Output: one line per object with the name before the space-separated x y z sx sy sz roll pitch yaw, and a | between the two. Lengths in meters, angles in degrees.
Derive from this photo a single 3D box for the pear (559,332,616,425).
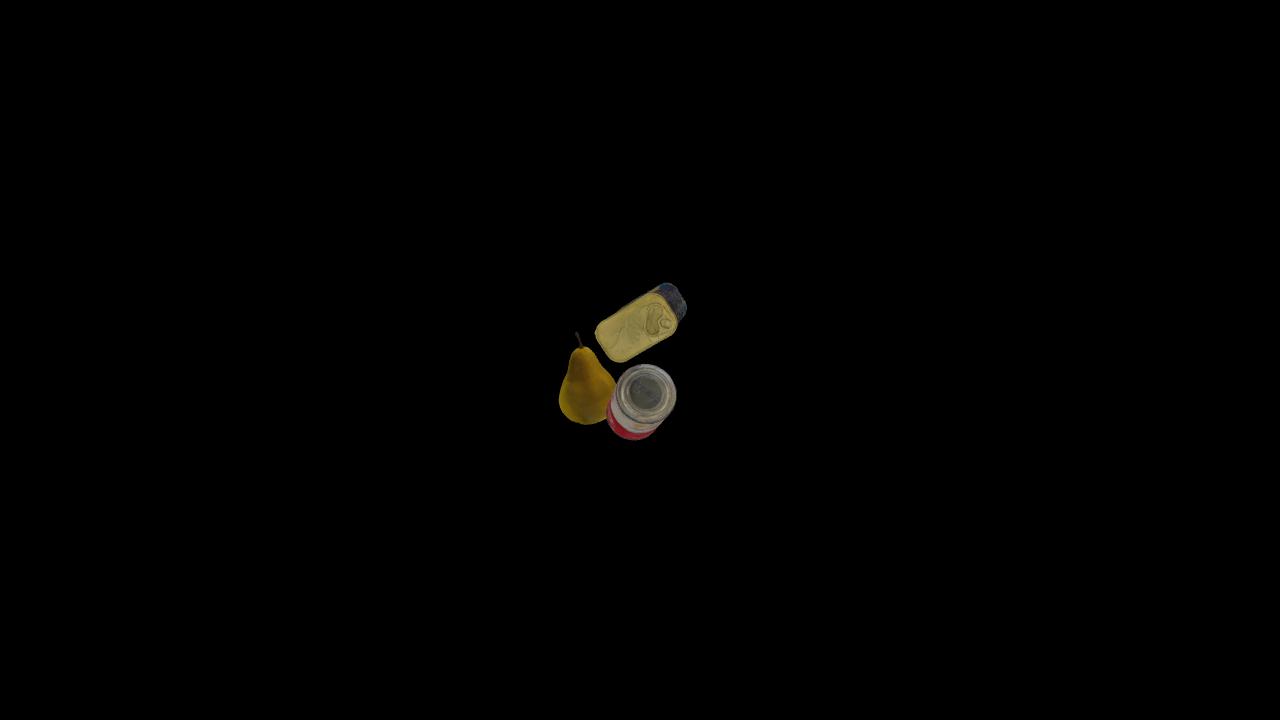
pear | -0.065 0.022 0.752 0.080 0.111 0.080 -2 32 1

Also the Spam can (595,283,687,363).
Spam can | 0.004 -0.050 0.770 0.101 0.058 0.085 -29 9 20

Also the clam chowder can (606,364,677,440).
clam chowder can | 0.000 0.049 0.695 0.068 0.068 0.102 0 -17 -10
